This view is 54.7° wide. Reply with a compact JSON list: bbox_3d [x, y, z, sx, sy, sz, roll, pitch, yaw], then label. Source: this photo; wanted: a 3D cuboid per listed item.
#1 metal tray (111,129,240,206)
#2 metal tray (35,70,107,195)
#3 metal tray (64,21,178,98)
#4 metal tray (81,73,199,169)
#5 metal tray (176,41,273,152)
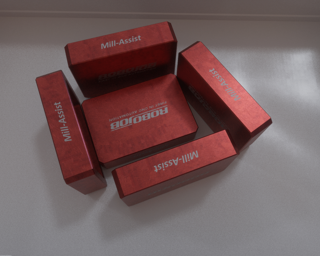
[{"bbox_3d":[0.017,0.049,0.355,0.131,0.090,0.030,-19,72,-7],"label":"metal tray"},{"bbox_3d":[-0.103,0.008,0.369,0.030,0.090,0.130,-20,72,-7],"label":"metal tray"},{"bbox_3d":[-0.046,-0.085,0.404,0.131,0.090,0.030,-15,71,-6],"label":"metal tray"},{"bbox_3d":[-0.027,-0.011,0.408,0.131,0.030,0.090,-19,71,-7],"label":"metal tray"},{"bbox_3d":[0.072,-0.034,0.387,0.030,0.090,0.130,-35,74,-11],"label":"metal tray"}]
